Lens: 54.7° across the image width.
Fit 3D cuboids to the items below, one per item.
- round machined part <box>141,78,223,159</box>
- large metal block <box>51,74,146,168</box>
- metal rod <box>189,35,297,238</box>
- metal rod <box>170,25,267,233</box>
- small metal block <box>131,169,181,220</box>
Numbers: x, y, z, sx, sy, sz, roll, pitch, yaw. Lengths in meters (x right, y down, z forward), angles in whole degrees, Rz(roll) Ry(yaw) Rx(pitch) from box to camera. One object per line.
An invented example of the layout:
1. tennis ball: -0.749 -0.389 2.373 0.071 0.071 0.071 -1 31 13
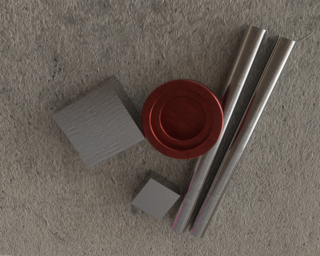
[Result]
1. round machined part: 0.030 -0.013 0.389 0.098 0.042 0.097 3 104 11
2. large metal block: -0.073 -0.009 0.392 0.080 0.050 0.080 -28 108 9
3. metal rod: 0.103 0.025 0.420 0.025 0.025 0.298 18 109 -7
4. metal rod: 0.071 0.015 0.416 0.025 0.025 0.298 16 109 -6
5. small metal block: -0.006 0.096 0.445 0.050 0.025 0.050 33 106 -12
